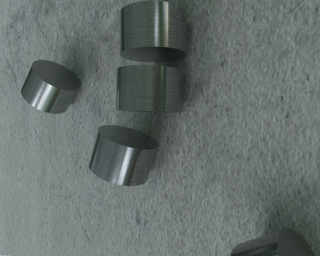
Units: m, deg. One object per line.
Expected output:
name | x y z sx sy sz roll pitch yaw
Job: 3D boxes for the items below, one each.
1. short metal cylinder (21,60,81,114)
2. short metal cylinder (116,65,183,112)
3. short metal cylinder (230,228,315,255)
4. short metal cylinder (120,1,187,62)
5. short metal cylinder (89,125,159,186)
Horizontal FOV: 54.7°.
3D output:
short metal cylinder | -0.181 -0.069 0.515 0.080 0.081 0.050 51 120 27
short metal cylinder | -0.012 -0.045 0.378 0.080 0.081 0.050 3 92 39
short metal cylinder | 0.108 0.138 0.279 0.050 0.081 0.080 -36 68 34
short metal cylinder | -0.008 -0.113 0.374 0.080 0.081 0.050 0 90 39
short metal cylinder | -0.048 0.034 0.406 0.080 0.081 0.050 28 108 36
